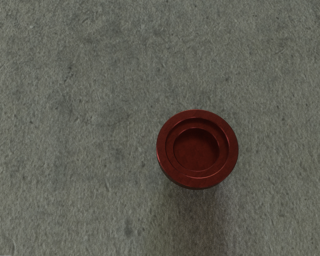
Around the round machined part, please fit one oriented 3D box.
[{"bbox_3d":[0.045,0.029,0.389,0.099,0.042,0.098,0,70,-1],"label":"round machined part"}]
